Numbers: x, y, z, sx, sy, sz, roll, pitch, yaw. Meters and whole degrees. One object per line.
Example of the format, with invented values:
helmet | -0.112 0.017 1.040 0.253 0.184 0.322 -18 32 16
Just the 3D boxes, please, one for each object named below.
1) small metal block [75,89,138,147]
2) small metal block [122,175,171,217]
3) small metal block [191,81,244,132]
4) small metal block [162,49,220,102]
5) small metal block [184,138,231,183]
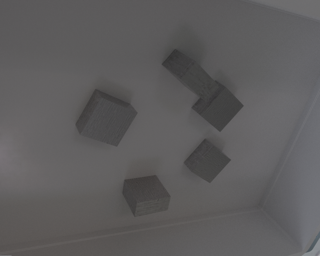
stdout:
small metal block | -0.063 -0.011 0.367 0.050 0.025 0.050 22 106 -37
small metal block | -0.020 0.095 0.440 0.050 0.050 0.025 -4 120 -26
small metal block | 0.081 -0.030 0.434 0.050 0.025 0.050 -49 129 7
small metal block | 0.036 -0.063 0.373 0.025 0.050 0.050 -49 129 6
small metal block | 0.074 0.052 0.481 0.050 0.025 0.050 -50 129 7
